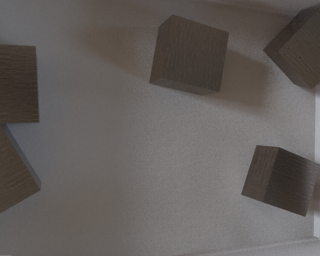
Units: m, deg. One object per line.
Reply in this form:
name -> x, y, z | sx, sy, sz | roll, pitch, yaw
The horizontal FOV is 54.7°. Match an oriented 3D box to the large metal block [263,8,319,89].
large metal block -> 0.219, -0.118, 0.464 | 0.080, 0.050, 0.080 | 41, 98, -16

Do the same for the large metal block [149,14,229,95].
large metal block -> 0.038, -0.092, 0.411 | 0.081, 0.050, 0.080 | 11, 87, -20

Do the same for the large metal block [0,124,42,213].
large metal block -> -0.185, 0.049, 0.329 | 0.080, 0.050, 0.080 | -30, 100, -18

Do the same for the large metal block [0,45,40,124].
large metal block -> -0.174, -0.044, 0.333 | 0.081, 0.050, 0.079 | -3, 91, -20

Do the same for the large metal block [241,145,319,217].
large metal block -> 0.180, 0.078, 0.463 | 0.080, 0.050, 0.080 | 22, 83, -19
